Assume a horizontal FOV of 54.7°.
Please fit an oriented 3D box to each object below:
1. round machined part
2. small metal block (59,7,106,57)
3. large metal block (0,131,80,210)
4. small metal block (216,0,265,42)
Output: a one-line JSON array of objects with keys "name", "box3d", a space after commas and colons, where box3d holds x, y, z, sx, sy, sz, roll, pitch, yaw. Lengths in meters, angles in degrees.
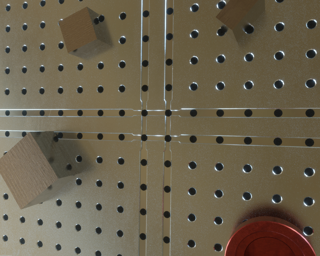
[{"name": "round machined part", "box3d": [0.127, 0.151, 0.359, 0.098, 0.042, 0.097, 0, 90, 19]}, {"name": "small metal block", "box3d": [-0.113, -0.139, 0.451, 0.050, 0.025, 0.050, -20, 84, 18]}, {"name": "large metal block", "box3d": [-0.182, 0.061, 0.462, 0.080, 0.050, 0.080, -38, 78, 15]}, {"name": "small metal block", "box3d": [0.096, -0.135, 0.365, 0.025, 0.050, 0.050, 44, 104, 14]}]
